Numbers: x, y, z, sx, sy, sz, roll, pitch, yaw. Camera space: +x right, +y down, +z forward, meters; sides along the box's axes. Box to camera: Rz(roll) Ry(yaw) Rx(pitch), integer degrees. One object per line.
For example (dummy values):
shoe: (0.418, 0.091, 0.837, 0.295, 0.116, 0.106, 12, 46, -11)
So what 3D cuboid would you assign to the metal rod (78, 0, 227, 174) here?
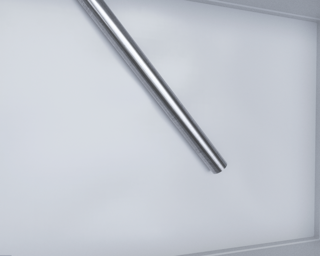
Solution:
metal rod: (-0.006, -0.057, 0.407, 0.025, 0.025, 0.300, -42, 103, -15)
